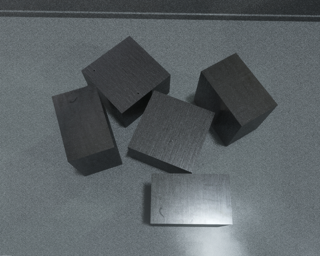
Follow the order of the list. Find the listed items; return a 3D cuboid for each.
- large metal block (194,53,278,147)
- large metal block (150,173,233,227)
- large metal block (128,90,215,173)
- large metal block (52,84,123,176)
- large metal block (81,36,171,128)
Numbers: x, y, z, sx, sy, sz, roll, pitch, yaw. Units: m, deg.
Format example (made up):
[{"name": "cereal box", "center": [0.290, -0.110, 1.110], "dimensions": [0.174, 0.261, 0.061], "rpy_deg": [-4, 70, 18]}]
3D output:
[{"name": "large metal block", "center": [0.090, -0.033, 0.391], "dimensions": [0.050, 0.080, 0.080], "rpy_deg": [-30, 73, -10]}, {"name": "large metal block", "center": [0.031, 0.084, 0.349], "dimensions": [0.081, 0.080, 0.050], "rpy_deg": [1, 70, 0]}, {"name": "large metal block", "center": [0.015, 0.010, 0.391], "dimensions": [0.080, 0.050, 0.080], "rpy_deg": [21, 71, 7]}, {"name": "large metal block", "center": [-0.085, 0.006, 0.376], "dimensions": [0.050, 0.080, 0.080], "rpy_deg": [-18, 71, -7]}, {"name": "large metal block", "center": [-0.043, -0.062, 0.417], "dimensions": [0.080, 0.050, 0.080], "rpy_deg": [-40, 75, -14]}]
